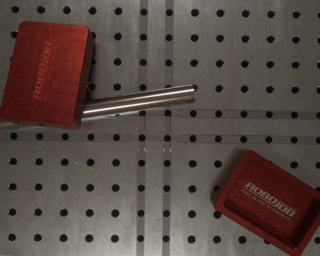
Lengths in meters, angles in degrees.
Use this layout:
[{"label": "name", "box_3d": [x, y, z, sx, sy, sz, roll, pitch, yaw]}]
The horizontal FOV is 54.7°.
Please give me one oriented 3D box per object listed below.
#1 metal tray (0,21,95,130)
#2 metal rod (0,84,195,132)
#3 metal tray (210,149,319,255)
[{"label": "metal tray", "box_3d": [-0.140, -0.067, 0.393, 0.091, 0.030, 0.129, 6, 78, 2]}, {"label": "metal rod", "box_3d": [-0.105, -0.023, 0.411, 0.302, 0.025, 0.025, -9, 90, -1]}, {"label": "metal tray", "box_3d": [0.146, 0.098, 0.412, 0.130, 0.030, 0.090, 32, 90, -1]}]
